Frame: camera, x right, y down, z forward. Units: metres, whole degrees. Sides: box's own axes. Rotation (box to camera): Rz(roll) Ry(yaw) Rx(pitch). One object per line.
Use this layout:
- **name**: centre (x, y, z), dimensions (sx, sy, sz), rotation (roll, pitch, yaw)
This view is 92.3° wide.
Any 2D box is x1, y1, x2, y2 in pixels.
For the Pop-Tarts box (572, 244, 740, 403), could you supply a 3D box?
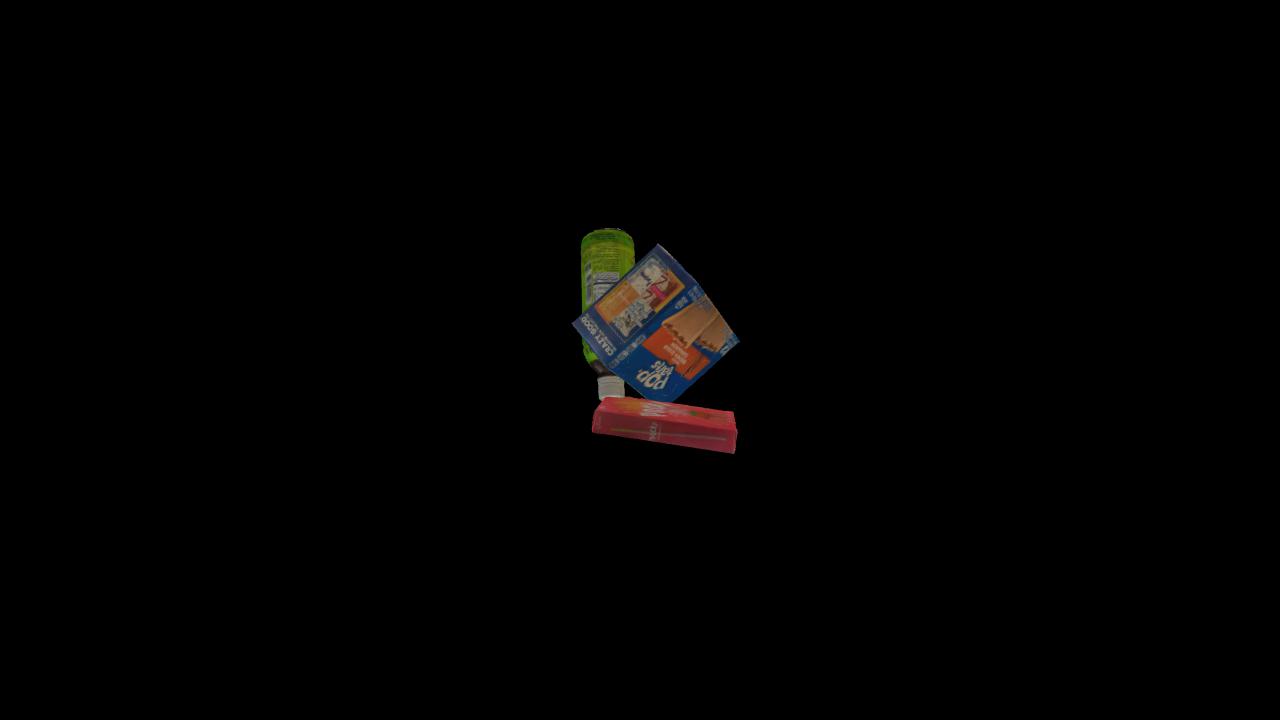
- **Pop-Tarts box**: centre (0.026, -0.033, 0.761), dimensions (0.083, 0.141, 0.167), rotation (51, 5, 35)

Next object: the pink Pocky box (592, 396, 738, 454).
- **pink Pocky box**: centre (0.029, 0.069, 0.686), dimensions (0.155, 0.029, 0.084), rotation (8, 10, 5)

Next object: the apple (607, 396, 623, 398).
- **apple**: centre (0.003, -0.033, 0.765), dimensions (0.093, 0.079, 0.079), rotation (-15, 1, -3)

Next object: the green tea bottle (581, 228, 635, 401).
- **green tea bottle**: centre (-0.038, -0.054, 0.754), dimensions (0.073, 0.212, 0.073), rotation (0, -19, 0)
